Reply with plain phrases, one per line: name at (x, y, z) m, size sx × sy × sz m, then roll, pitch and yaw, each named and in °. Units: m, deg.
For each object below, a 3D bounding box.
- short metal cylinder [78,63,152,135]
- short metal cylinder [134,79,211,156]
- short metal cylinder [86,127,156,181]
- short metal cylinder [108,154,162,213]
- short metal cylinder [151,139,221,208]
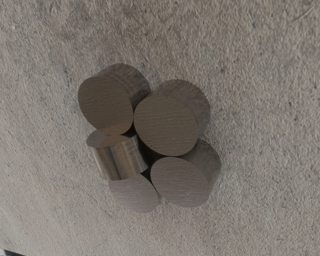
short metal cylinder at (-0.057, -0.037, 0.399) m, size 0.080 × 0.050 × 0.079 m, roll 14°, pitch 125°, yaw 21°
short metal cylinder at (0.015, -0.013, 0.375) m, size 0.080 × 0.050 × 0.079 m, roll 13°, pitch 125°, yaw 20°
short metal cylinder at (-0.051, 0.026, 0.416) m, size 0.080 × 0.080 × 0.050 m, roll -3°, pitch 117°, yaw 29°
short metal cylinder at (-0.028, 0.077, 0.455) m, size 0.080 × 0.050 × 0.079 m, roll 14°, pitch 125°, yaw 21°
short metal cylinder at (0.035, 0.057, 0.409) m, size 0.080 × 0.050 × 0.079 m, roll 14°, pitch 125°, yaw 21°
